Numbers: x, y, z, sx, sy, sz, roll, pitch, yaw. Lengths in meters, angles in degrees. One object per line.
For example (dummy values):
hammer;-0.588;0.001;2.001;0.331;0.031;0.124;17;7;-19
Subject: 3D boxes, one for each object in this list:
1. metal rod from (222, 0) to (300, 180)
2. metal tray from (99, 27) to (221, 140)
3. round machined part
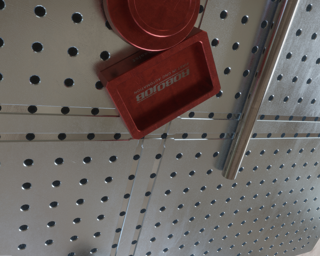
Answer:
metal rod;0.143;-0.051;0.457;0.025;0.025;0.298;-3;120;-27
metal tray;0.005;-0.054;0.376;0.131;0.030;0.090;-31;129;-9
round machined part;-0.004;-0.126;0.307;0.099;0.042;0.097;-7;110;-19
